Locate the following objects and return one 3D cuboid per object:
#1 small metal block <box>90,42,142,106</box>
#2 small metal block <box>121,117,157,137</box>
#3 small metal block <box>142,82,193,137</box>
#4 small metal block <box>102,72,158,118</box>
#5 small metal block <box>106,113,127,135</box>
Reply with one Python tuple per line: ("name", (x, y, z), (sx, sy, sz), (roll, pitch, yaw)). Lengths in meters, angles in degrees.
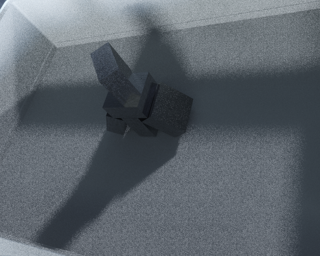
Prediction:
("small metal block", (-0.050, -0.061, 0.354), (0.025, 0.050, 0.050), (-31, 51, 9))
("small metal block", (-0.021, -0.022, 0.412), (0.025, 0.050, 0.050), (1, 62, 29))
("small metal block", (0.010, -0.023, 0.393), (0.025, 0.050, 0.050), (-28, 42, 56))
("small metal block", (-0.036, -0.040, 0.382), (0.050, 0.025, 0.050), (1, 62, 28))
("small metal block", (-0.054, -0.024, 0.427), (0.025, 0.050, 0.050), (16, 66, -2))
